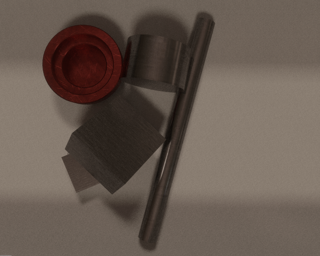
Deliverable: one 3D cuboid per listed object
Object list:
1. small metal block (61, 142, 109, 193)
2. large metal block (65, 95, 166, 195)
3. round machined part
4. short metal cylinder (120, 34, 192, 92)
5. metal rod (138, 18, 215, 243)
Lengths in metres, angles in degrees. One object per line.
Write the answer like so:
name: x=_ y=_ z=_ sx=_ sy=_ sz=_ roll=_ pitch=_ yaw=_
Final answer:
small metal block: x=-0.094 y=0.051 z=0.410 sx=0.050 sy=0.025 sz=0.050 roll=-22 pitch=90 yaw=0
large metal block: x=-0.054 y=0.020 z=0.380 sx=0.080 sy=0.050 sz=0.080 roll=44 pitch=55 yaw=0
round machined part: x=-0.095 y=-0.079 z=0.402 sx=0.099 sy=0.042 sz=0.097 roll=0 pitch=90 yaw=-1
short metal cylinder: x=-0.005 y=-0.077 z=0.383 sx=0.080 sy=0.080 sz=0.050 roll=10 pitch=89 yaw=-1
metal rod: x=0.022 y=0.003 z=0.411 sx=0.025 sy=0.025 sz=0.298 roll=15 pitch=90 yaw=-1
